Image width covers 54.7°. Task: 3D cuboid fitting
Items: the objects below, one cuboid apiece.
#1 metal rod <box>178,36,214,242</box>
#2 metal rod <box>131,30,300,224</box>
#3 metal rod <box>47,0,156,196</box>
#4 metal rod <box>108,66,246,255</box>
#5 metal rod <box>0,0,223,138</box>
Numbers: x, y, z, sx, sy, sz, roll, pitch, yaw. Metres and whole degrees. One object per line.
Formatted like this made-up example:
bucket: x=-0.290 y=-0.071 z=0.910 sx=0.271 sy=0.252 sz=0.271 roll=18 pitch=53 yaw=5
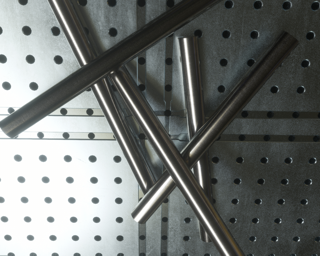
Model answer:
metal rod: x=0.054 y=0.029 z=0.424 sx=0.025 sy=0.025 sz=0.298 roll=-8 pitch=110 yaw=2
metal rod: x=0.059 y=0.010 z=0.390 sx=0.025 sy=0.025 sz=0.299 roll=34 pitch=106 yaw=-12
metal rod: x=-0.063 y=-0.025 z=0.403 sx=0.025 sy=0.025 sz=0.299 roll=-21 pitch=109 yaw=7
metal rod: x=0.022 y=0.049 z=0.378 sx=0.025 sy=0.025 sz=0.299 roll=-33 pitch=87 yaw=11
metal rod: x=-0.054 y=-0.080 z=0.360 sx=0.301 sy=0.025 sz=0.025 roll=-33 pitch=107 yaw=2
